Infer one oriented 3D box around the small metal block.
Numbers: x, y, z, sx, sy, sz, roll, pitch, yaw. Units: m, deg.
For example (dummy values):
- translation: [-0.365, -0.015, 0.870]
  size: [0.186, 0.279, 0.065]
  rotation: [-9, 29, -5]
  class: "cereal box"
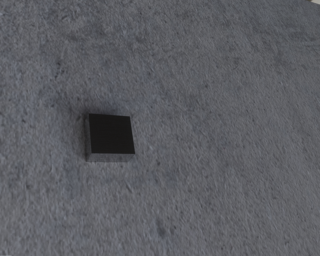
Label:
- translation: [-0.060, 0.012, 0.364]
  size: [0.050, 0.025, 0.050]
  rotation: [3, 60, -26]
  class: "small metal block"
